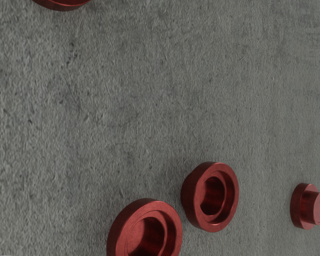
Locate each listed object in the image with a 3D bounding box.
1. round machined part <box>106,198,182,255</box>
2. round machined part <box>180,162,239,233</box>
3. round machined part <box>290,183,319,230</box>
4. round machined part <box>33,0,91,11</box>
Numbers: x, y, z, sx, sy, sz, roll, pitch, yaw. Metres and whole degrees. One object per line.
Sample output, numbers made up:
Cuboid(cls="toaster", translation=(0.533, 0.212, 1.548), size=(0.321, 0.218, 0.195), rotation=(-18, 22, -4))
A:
Cuboid(cls="round machined part", translation=(-0.022, 0.134, 0.375), size=(0.099, 0.042, 0.097), rotation=(0, 90, -40))
Cuboid(cls="round machined part", translation=(0.068, 0.097, 0.451), size=(0.099, 0.042, 0.097), rotation=(0, 90, -40))
Cuboid(cls="round machined part", translation=(0.324, 0.170, 0.665), size=(0.099, 0.042, 0.097), rotation=(0, 90, -40))
Cuboid(cls="round machined part", translation=(-0.099, -0.173, 0.310), size=(0.099, 0.042, 0.097), rotation=(0, 90, -40))
